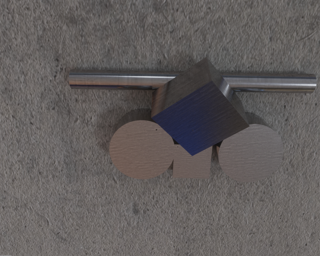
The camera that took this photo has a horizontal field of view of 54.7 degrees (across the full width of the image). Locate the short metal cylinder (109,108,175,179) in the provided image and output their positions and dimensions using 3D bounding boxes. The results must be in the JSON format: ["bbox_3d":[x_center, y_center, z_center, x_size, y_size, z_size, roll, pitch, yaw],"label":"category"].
[{"bbox_3d":[-0.022,0.019,0.404,0.081,0.050,0.079,0,110,0],"label":"short metal cylinder"}]

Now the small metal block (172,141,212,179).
[{"bbox_3d":[0.043,0.041,0.427,0.050,0.025,0.050,2,110,-1],"label":"small metal block"}]

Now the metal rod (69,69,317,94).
[{"bbox_3d":[0.041,-0.059,0.389,0.302,0.025,0.025,1,110,-1],"label":"metal rod"}]

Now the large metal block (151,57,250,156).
[{"bbox_3d":[0.047,-0.023,0.371,0.080,0.050,0.080,-31,124,24],"label":"large metal block"}]

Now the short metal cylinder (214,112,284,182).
[{"bbox_3d":[0.113,0.024,0.407,0.081,0.050,0.079,0,110,0],"label":"short metal cylinder"}]
